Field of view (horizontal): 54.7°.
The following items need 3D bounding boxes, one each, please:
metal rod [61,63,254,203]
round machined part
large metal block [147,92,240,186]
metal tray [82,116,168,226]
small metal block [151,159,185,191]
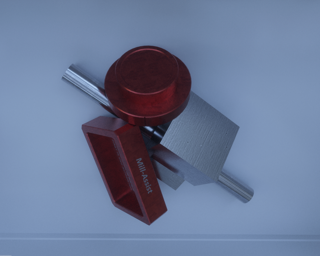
[{"bbox_3d":[0.006,0.014,0.415,0.301,0.025,0.025,35,106,-13],"label":"metal rod"},{"bbox_3d":[-0.014,-0.054,0.349,0.099,0.098,0.042,-2,151,0],"label":"round machined part"},{"bbox_3d":[0.039,0.014,0.381,0.080,0.050,0.080,35,63,-12],"label":"large metal block"},{"bbox_3d":[-0.046,0.052,0.395,0.030,0.090,0.129,-31,113,-33],"label":"metal tray"},{"bbox_3d":[0.008,0.049,0.414,0.050,0.050,0.025,36,106,-13],"label":"small metal block"}]
